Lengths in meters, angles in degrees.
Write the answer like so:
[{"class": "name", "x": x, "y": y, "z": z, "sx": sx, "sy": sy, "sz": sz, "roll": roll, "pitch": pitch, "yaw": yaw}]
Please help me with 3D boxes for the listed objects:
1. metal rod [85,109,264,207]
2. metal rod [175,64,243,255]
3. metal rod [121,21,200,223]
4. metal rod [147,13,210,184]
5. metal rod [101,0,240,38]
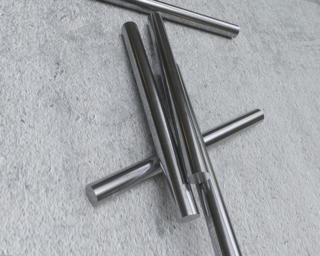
[{"class": "metal rod", "x": 0.043, "y": 0.026, "z": 0.410, "sx": 0.302, "sy": 0.025, "sz": 0.025, "roll": -21, "pitch": 73, "yaw": -36}, {"class": "metal rod", "x": 0.044, "y": 0.025, "z": 0.374, "sx": 0.025, "sy": 0.025, "sz": 0.300, "roll": 8, "pitch": 47, "yaw": -24}, {"class": "metal rod", "x": -0.009, "y": -0.030, "z": 0.394, "sx": 0.025, "sy": 0.025, "sz": 0.299, "roll": 1, "pitch": 54, "yaw": -28}, {"class": "metal rod", "x": 0.016, "y": -0.063, "z": 0.416, "sx": 0.025, "sy": 0.025, "sz": 0.300, "roll": 8, "pitch": 47, "yaw": -24}, {"class": "metal rod", "x": 0.008, "y": -0.201, "z": 0.530, "sx": 0.302, "sy": 0.025, "sz": 0.025, "roll": 7, "pitch": 59, "yaw": -25}]
